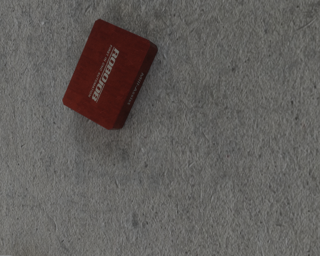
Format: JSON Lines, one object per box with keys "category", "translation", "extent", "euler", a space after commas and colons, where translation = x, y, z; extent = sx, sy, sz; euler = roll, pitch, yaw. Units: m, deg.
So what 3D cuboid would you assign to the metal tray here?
{"category": "metal tray", "translation": [-0.071, -0.073, 0.431], "extent": [0.090, 0.030, 0.129], "euler": [28, 99, 17]}
